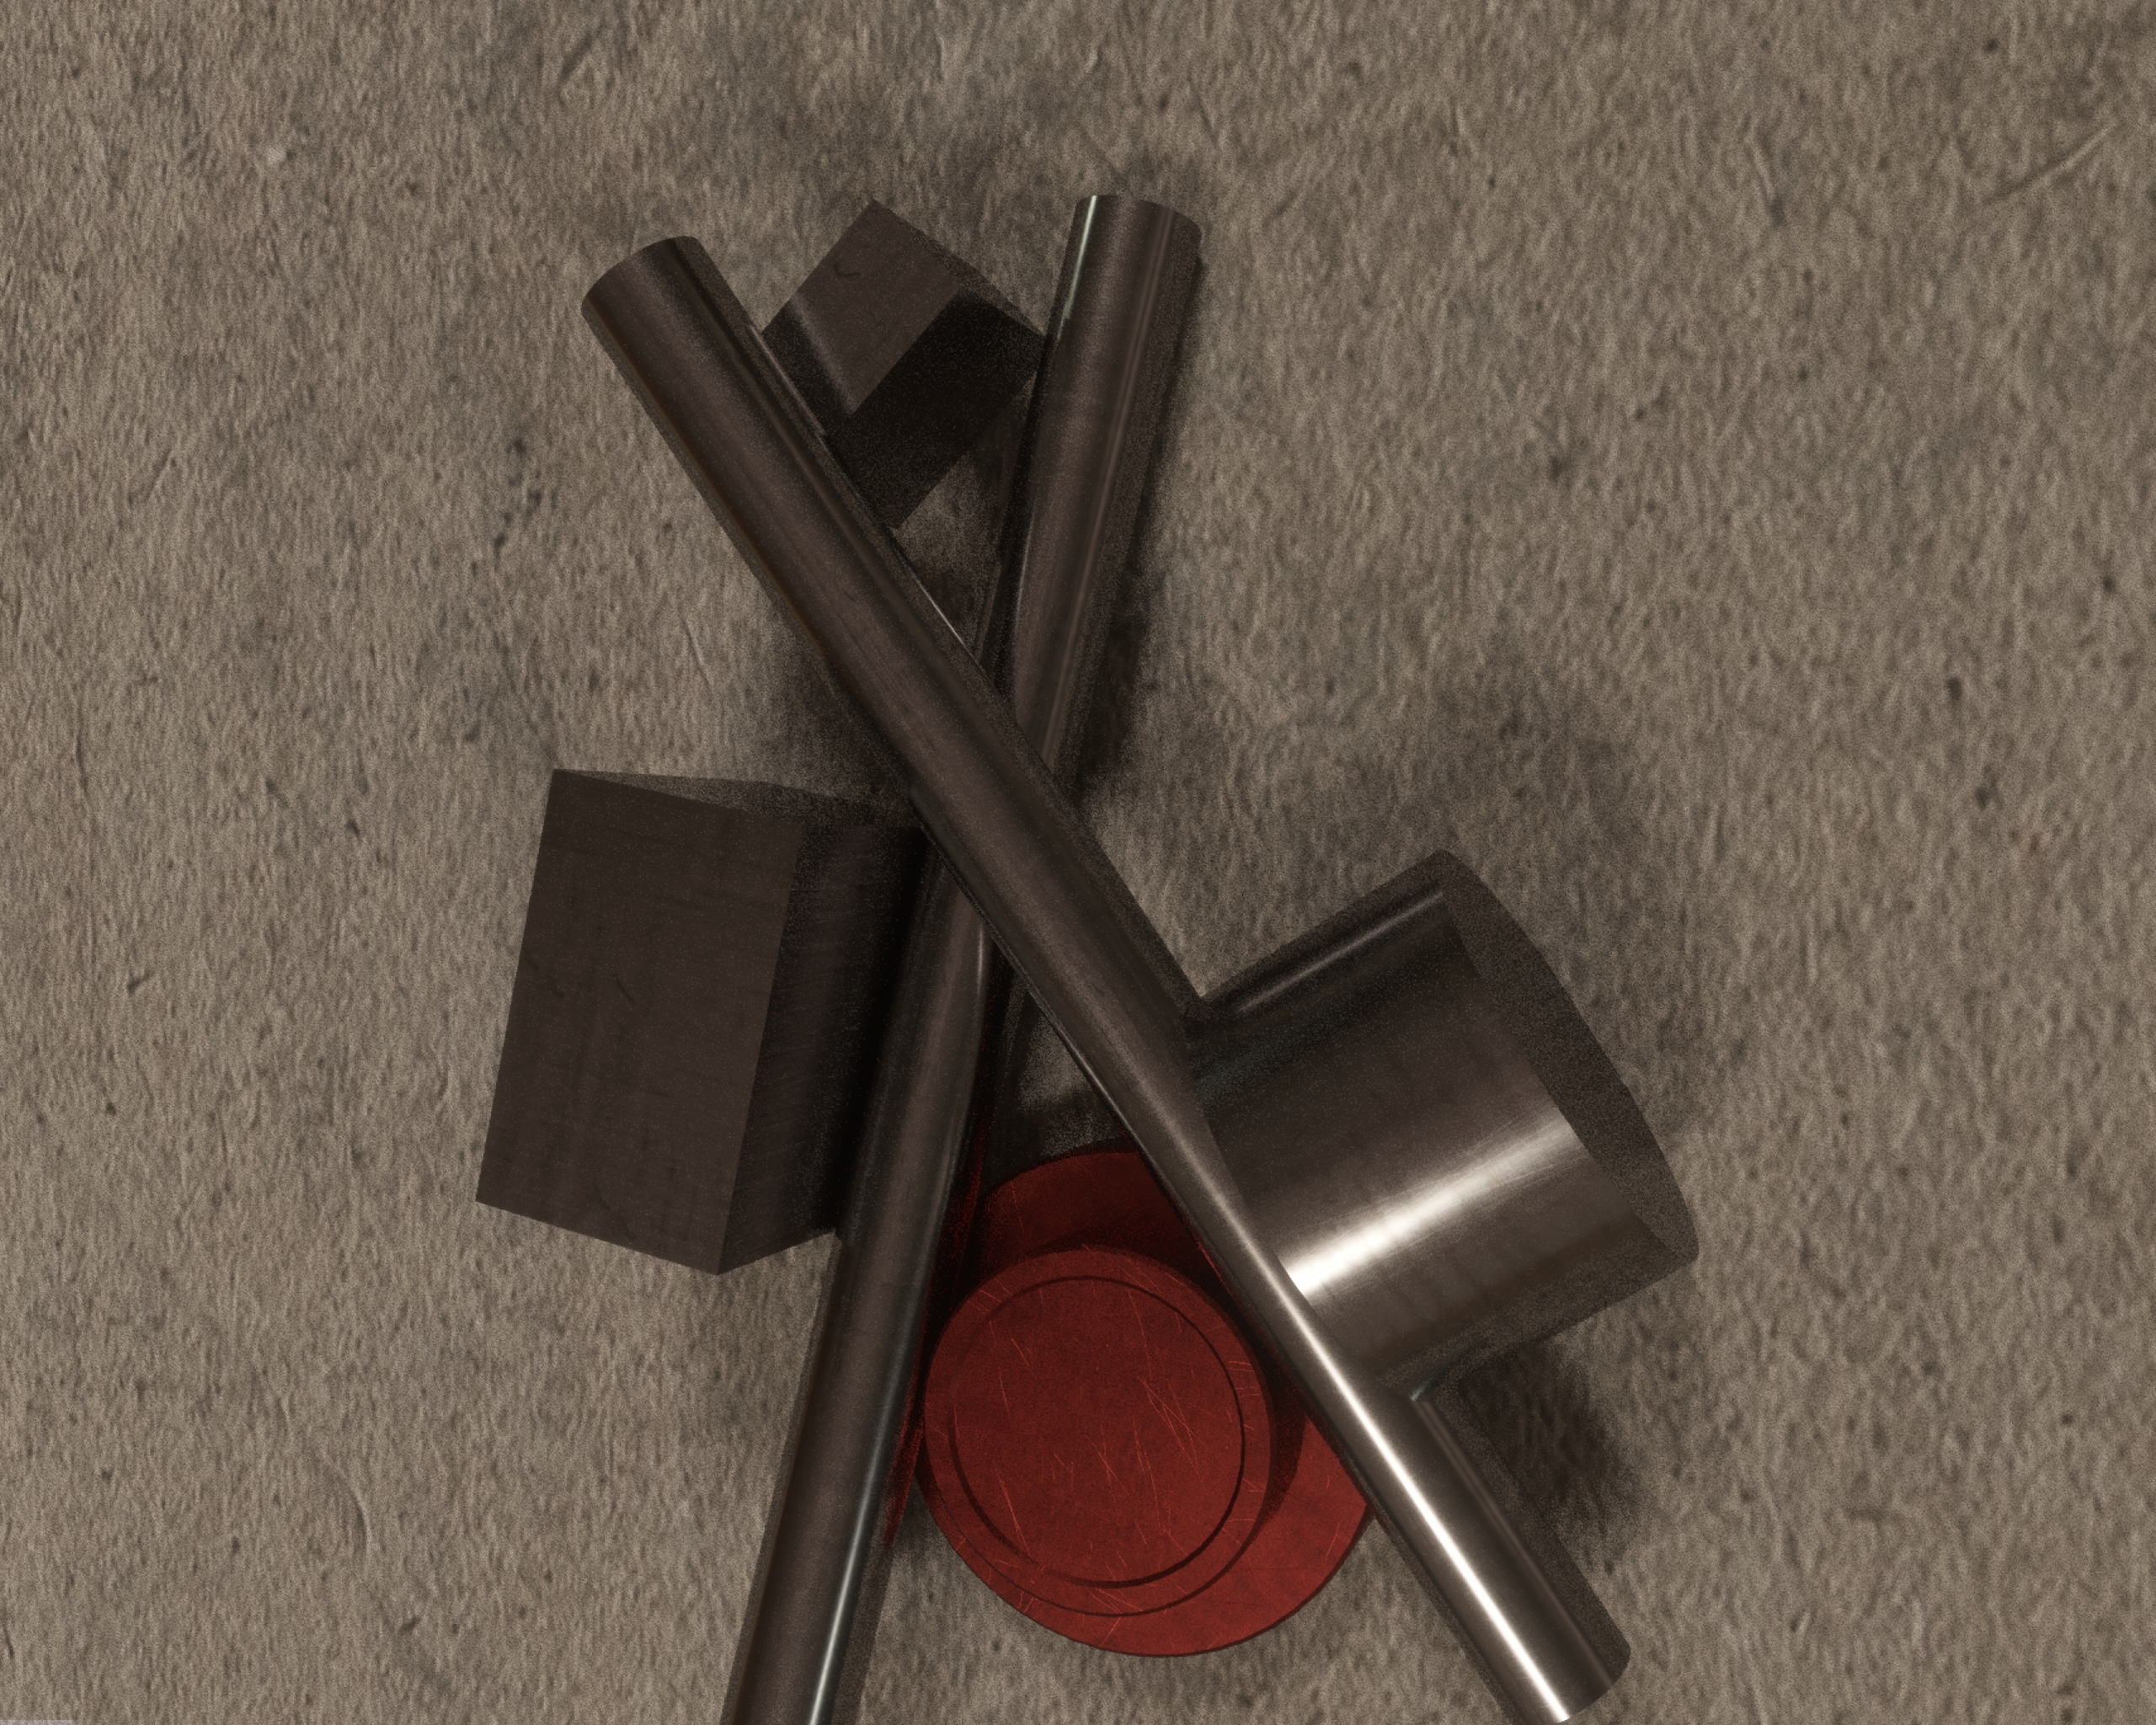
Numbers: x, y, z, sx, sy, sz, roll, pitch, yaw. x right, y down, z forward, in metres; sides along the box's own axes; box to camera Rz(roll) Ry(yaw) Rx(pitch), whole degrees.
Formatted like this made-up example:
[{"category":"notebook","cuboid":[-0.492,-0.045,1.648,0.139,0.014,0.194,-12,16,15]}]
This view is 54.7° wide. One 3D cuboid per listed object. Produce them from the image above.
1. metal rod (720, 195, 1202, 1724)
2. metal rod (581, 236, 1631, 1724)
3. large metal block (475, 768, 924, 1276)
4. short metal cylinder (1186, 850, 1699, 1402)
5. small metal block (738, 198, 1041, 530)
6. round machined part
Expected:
[{"category":"metal rod","cuboid":[-0.022,0.020,0.401,0.025,0.025,0.298,12,88,19]},{"category":"metal rod","cuboid":[0.004,0.020,0.372,0.025,0.025,0.299,-34,88,16]},{"category":"large metal block","cuboid":[-0.064,0.027,0.403,0.050,0.080,0.079,13,94,19]},{"category":"short metal cylinder","cuboid":[0.063,0.045,0.359,0.050,0.080,0.080,-34,80,17]},{"category":"small metal block","cuboid":[-0.037,-0.096,0.409,0.050,0.050,0.025,-47,76,14]},{"category":"round machined part","cuboid":[0.010,0.103,0.398,0.098,0.042,0.097,0,90,19]}]
